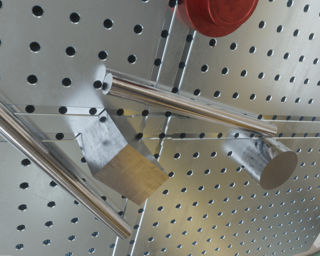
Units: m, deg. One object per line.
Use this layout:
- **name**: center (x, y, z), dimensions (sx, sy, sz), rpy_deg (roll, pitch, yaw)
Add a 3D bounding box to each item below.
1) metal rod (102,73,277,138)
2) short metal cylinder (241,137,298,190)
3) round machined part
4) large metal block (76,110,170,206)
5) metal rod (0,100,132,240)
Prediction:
- **metal rod**: center (0.063, -0.023, 0.433), dimensions (0.302, 0.025, 0.025), rpy_deg (13, 112, -34)
- **short metal cylinder**: center (0.190, 0.060, 0.539), dimensions (0.081, 0.050, 0.079), rpy_deg (-14, 125, -21)
- **round machined part**: center (0.072, -0.150, 0.348), dimensions (0.099, 0.042, 0.097), rpy_deg (-14, 125, -21)
- **large metal block**: center (-0.046, 0.035, 0.374), dimensions (0.050, 0.080, 0.080), rpy_deg (-44, 130, 2)
- **metal rod**: center (-0.116, 0.064, 0.388), dimensions (0.025, 0.025, 0.299), rpy_deg (-36, 130, -5)
